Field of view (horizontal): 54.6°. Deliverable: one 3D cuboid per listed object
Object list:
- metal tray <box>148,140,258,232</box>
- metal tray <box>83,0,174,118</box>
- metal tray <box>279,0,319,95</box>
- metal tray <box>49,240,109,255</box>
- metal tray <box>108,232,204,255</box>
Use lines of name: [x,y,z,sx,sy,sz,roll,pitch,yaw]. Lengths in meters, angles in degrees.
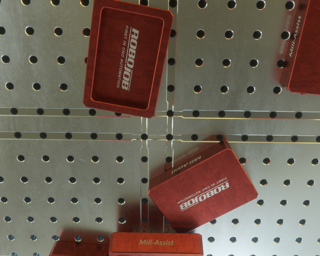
metal tray: [0.060,0.087,0.443,0.130,0.030,0.090,-30,108,10]
metal tray: [-0.040,-0.083,0.379,0.090,0.030,0.129,10,110,-4]
metal tray: [0.207,-0.105,0.373,0.091,0.030,0.129,5,110,-2]
metal tray: [-0.130,0.247,0.500,0.091,0.030,0.129,7,110,-3]
metal tray: [-0.006,0.191,0.462,0.131,0.030,0.090,1,134,-1]
